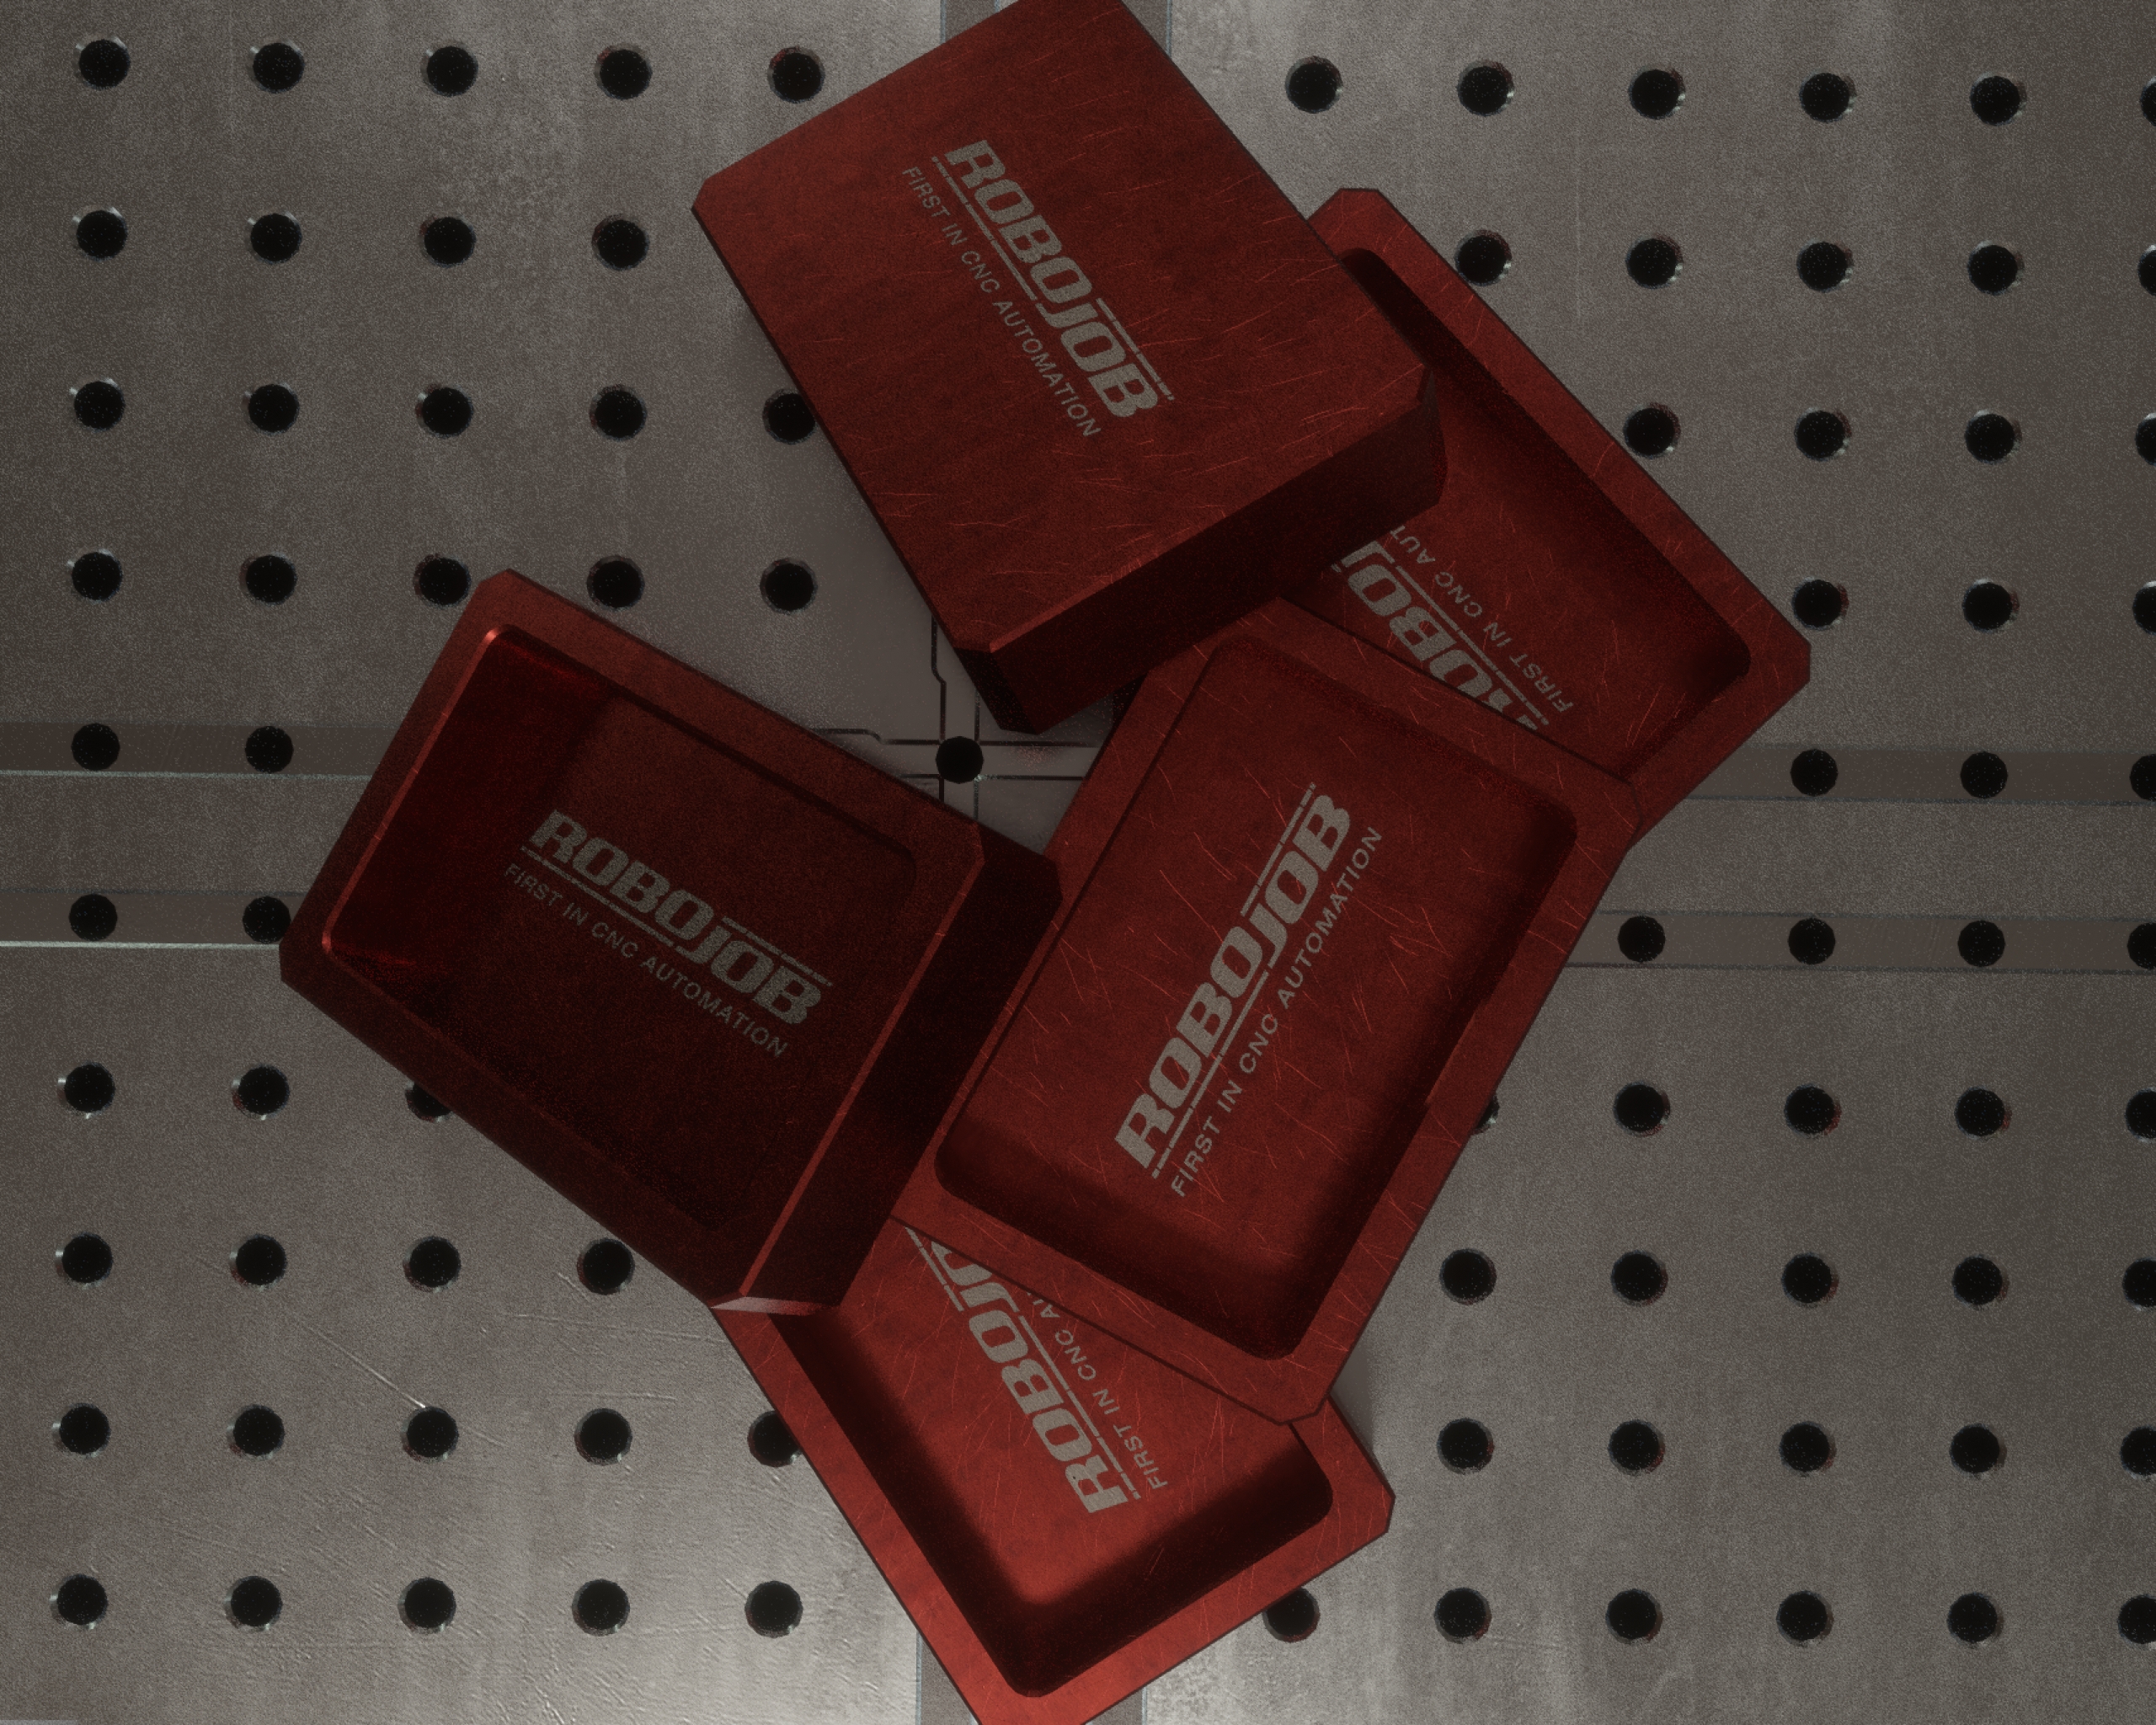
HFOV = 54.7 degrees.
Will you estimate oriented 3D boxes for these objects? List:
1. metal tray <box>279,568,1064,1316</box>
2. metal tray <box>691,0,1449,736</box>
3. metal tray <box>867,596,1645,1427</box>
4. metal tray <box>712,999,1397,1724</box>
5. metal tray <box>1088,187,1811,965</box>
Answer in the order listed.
[{"bbox_3d":[-0.078,0.011,0.379,0.130,0.030,0.090,28,90,30],"label":"metal tray"},{"bbox_3d":[-0.005,-0.096,0.380,0.090,0.030,0.130,-30,60,-1],"label":"metal tray"},{"bbox_3d":[0.031,0.024,0.381,0.090,0.030,0.130,29,90,-1],"label":"metal tray"},{"bbox_3d":[-0.010,0.095,0.410,0.090,0.030,0.130,-33,90,-1],"label":"metal tray"},{"bbox_3d":[0.066,-0.054,0.411,0.090,0.030,0.130,-43,91,0],"label":"metal tray"}]
